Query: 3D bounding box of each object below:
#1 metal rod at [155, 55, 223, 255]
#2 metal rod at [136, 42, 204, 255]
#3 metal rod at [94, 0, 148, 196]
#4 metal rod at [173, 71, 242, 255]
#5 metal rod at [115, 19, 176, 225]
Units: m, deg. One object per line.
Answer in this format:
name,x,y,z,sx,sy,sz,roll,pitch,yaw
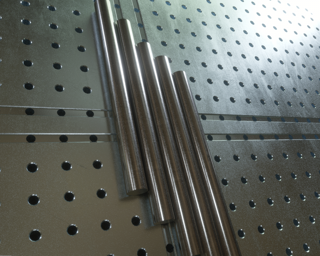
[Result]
metal rod,0.031,0.029,0.408,0.025,0.025,0.299,1,61,-28
metal rod,0.005,0.010,0.405,0.025,0.025,0.299,1,61,-28
metal rod,-0.057,-0.059,0.414,0.025,0.025,0.299,1,61,-28
metal rod,0.059,0.052,0.409,0.025,0.025,0.299,1,61,-28
metal rod,-0.026,-0.026,0.410,0.025,0.025,0.299,1,61,-28
